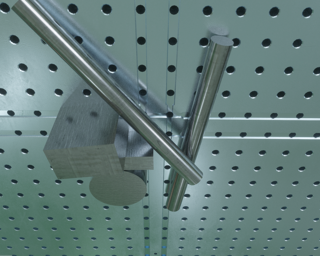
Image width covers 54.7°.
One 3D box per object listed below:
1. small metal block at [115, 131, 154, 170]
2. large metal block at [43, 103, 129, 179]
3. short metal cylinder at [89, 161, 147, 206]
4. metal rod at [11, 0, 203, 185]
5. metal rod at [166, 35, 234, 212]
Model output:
[{"bbox_3d":[-0.034,0.030,0.420,0.050,0.050,0.025,0,130,0],"label":"small metal block"},{"bbox_3d":[-0.087,0.014,0.386,0.080,0.080,0.050,-5,130,4],"label":"large metal block"},{"bbox_3d":[-0.059,0.070,0.454,0.081,0.050,0.079,0,131,0],"label":"short metal cylinder"},{"bbox_3d":[-0.043,-0.028,0.369,0.025,0.025,0.300,-31,118,24],"label":"metal rod"},{"bbox_3d":[0.044,0.018,0.427,0.025,0.025,0.298,6,130,-6],"label":"metal rod"}]
